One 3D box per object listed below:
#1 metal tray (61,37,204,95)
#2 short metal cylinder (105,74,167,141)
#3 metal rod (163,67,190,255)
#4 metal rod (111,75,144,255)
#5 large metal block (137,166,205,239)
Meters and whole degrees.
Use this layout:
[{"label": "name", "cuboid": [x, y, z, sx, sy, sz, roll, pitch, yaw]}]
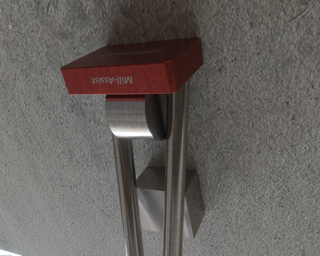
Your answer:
[{"label": "metal tray", "cuboid": [-0.028, -0.068, 0.338, 0.130, 0.090, 0.030, 2, 120, 26]}, {"label": "short metal cylinder", "cuboid": [-0.020, -0.026, 0.367, 0.050, 0.080, 0.079, 2, 119, 26]}, {"label": "metal rod", "cuboid": [0.019, 0.068, 0.379, 0.025, 0.025, 0.298, 8, 107, 23]}, {"label": "metal rod", "cuboid": [-0.045, 0.064, 0.411, 0.025, 0.025, 0.298, 2, 104, 27]}, {"label": "large metal block", "cuboid": [0.014, 0.105, 0.446, 0.080, 0.050, 0.079, 2, 119, 27]}]
